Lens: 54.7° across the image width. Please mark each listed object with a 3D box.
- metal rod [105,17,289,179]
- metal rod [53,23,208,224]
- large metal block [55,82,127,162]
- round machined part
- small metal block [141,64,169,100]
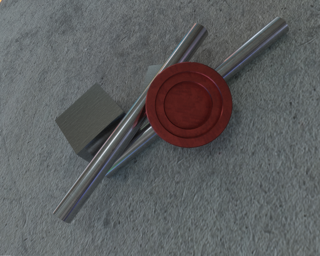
[{"bbox_3d":[0.042,-0.039,0.404,0.300,0.025,0.025,-40,51,1],"label":"metal rod"},{"bbox_3d":[-0.030,-0.015,0.394,0.025,0.025,0.300,27,75,37],"label":"metal rod"},{"bbox_3d":[-0.087,-0.004,0.435,0.080,0.050,0.080,-43,51,-2],"label":"large metal block"},{"bbox_3d":[0.033,-0.027,0.370,0.099,0.042,0.097,0,92,-1],"label":"round machined part"},{"bbox_3d":[0.006,-0.063,0.438,0.050,0.025,0.050,-1,61,27],"label":"small metal block"}]
